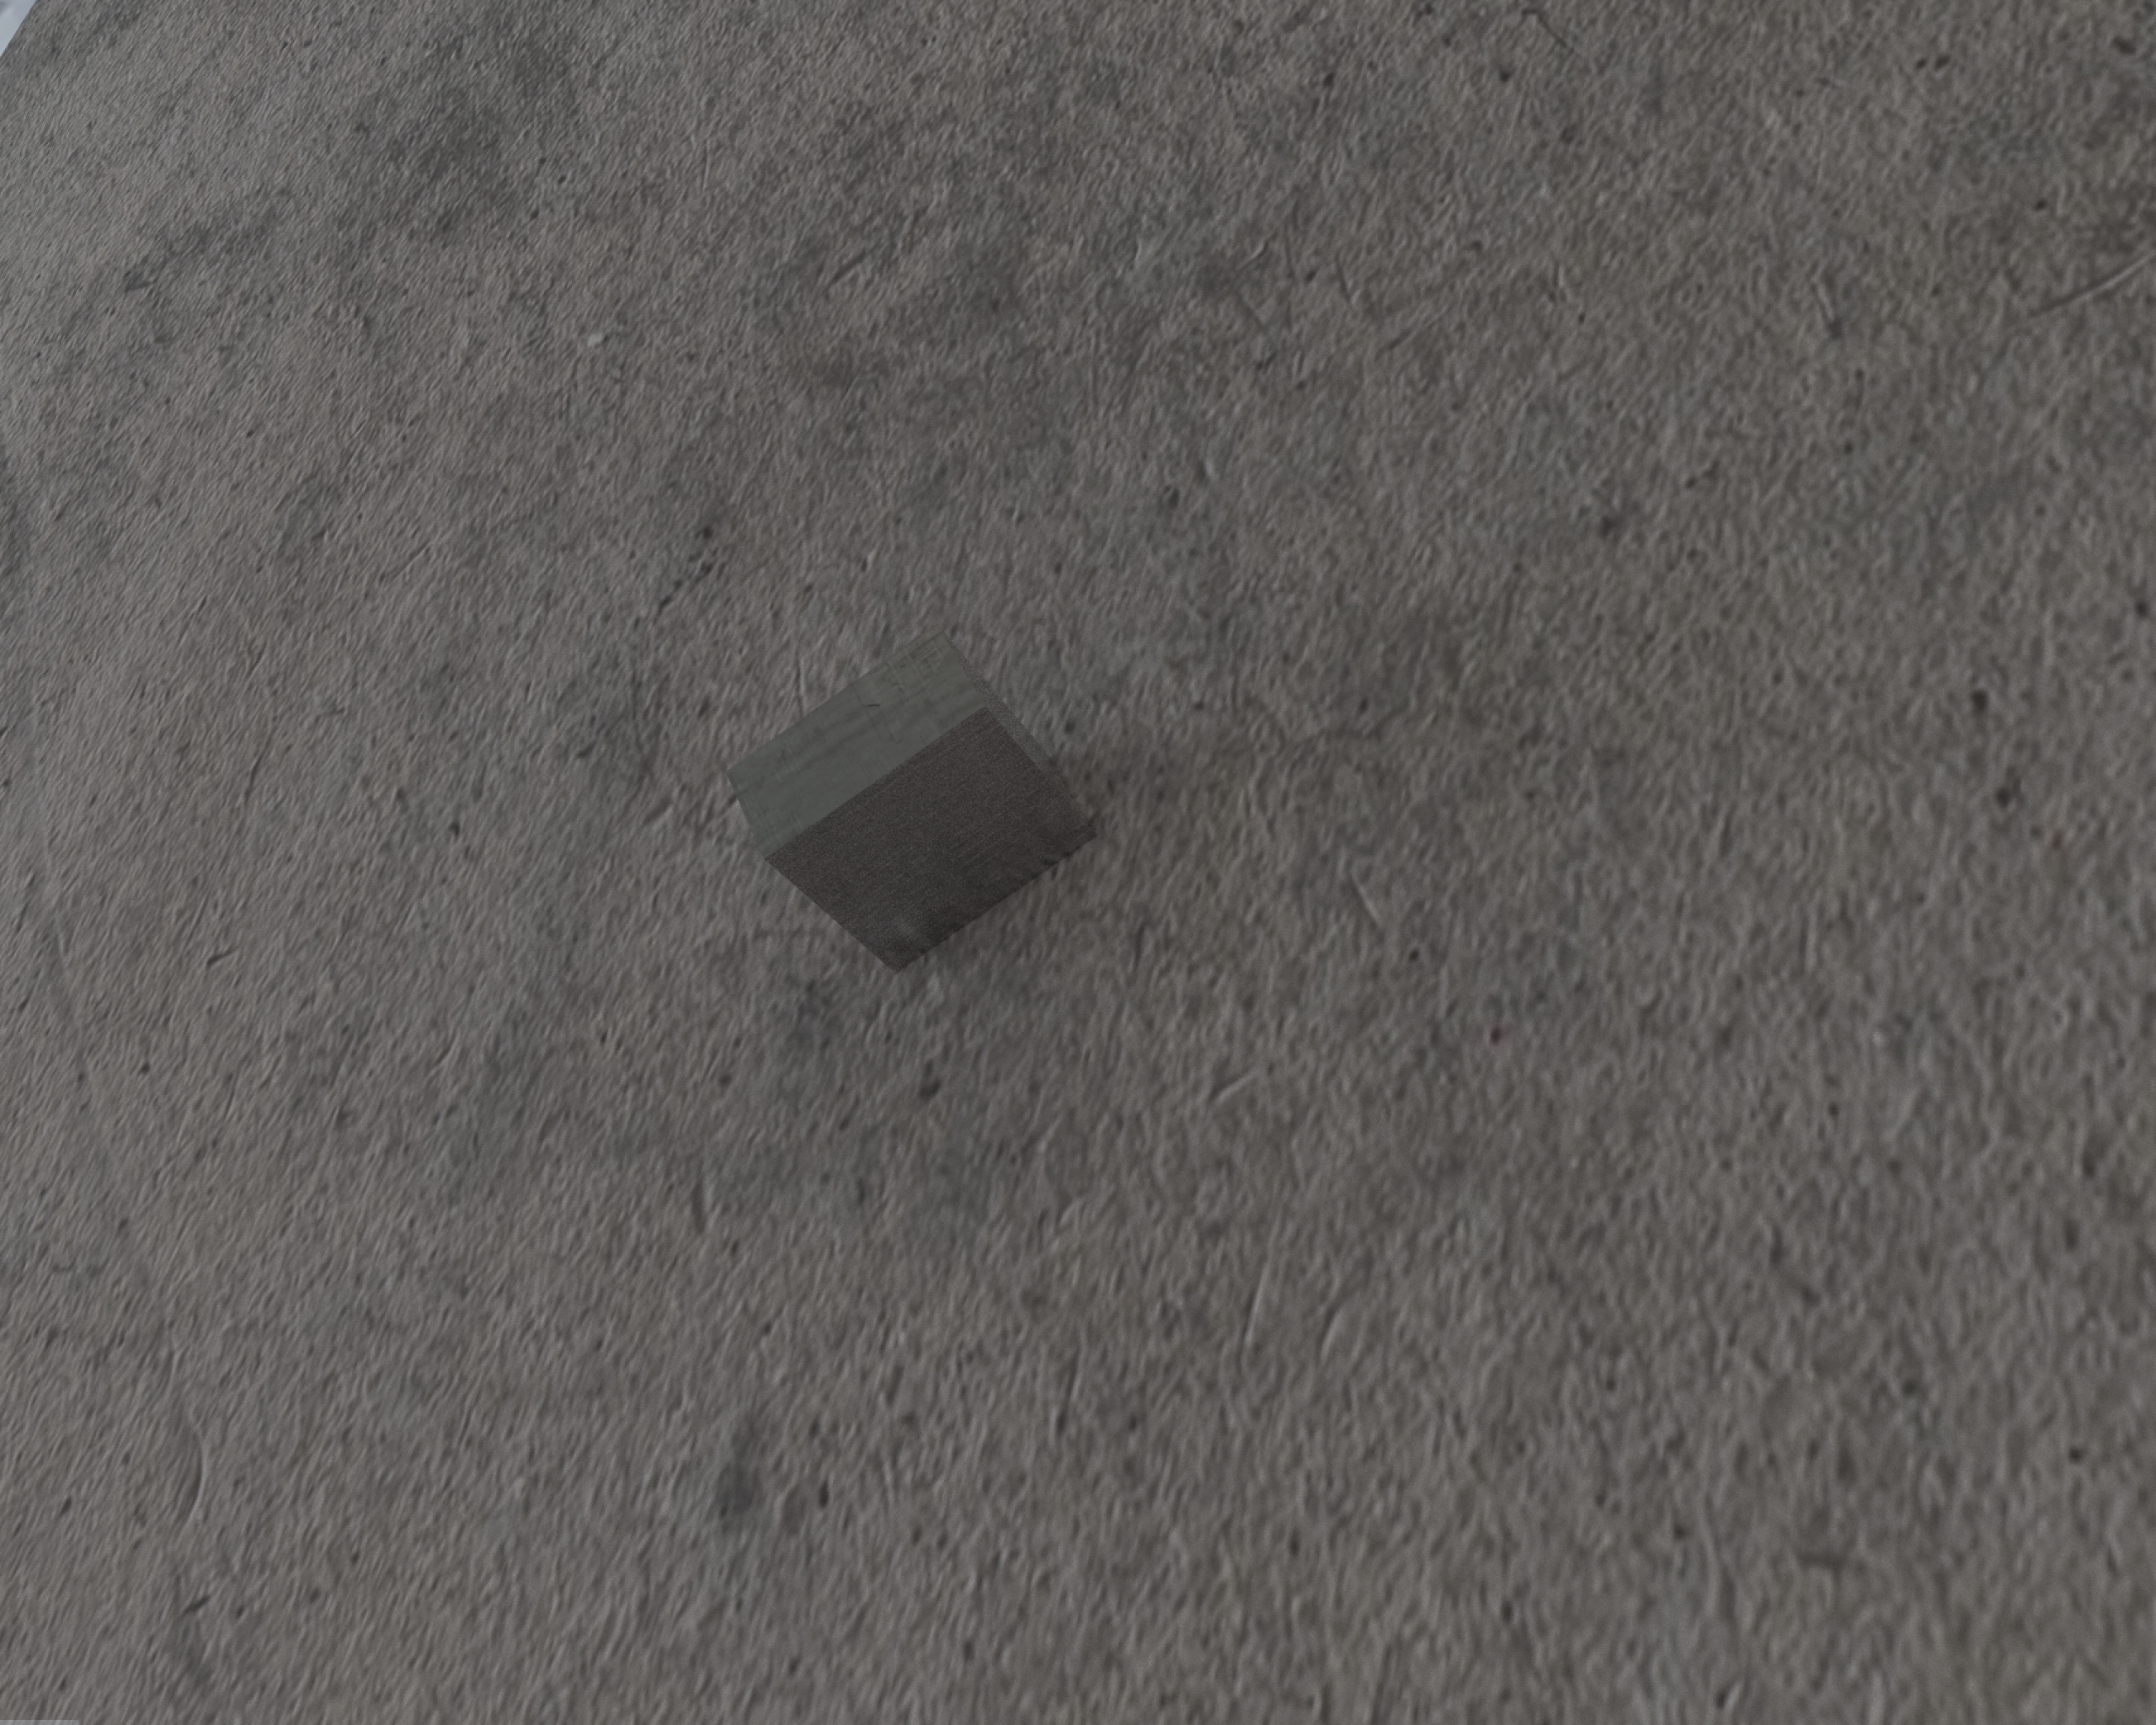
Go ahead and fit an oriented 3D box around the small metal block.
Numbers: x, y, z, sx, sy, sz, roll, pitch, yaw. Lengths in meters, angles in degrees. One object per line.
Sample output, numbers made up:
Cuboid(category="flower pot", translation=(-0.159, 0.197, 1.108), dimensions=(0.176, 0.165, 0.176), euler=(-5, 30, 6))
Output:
Cuboid(category="small metal block", translation=(-0.032, -0.011, 0.413), dimensions=(0.050, 0.050, 0.025), euler=(-35, 51, 5))
